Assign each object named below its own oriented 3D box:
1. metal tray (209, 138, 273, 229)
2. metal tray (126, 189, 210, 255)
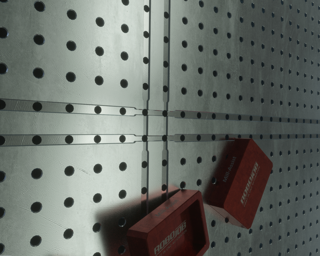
[{"bbox_3d":[0.141,0.093,0.528,0.090,0.030,0.130,43,64,-32],"label":"metal tray"},{"bbox_3d":[0.017,0.145,0.402,0.131,0.030,0.089,-22,104,-52],"label":"metal tray"}]
